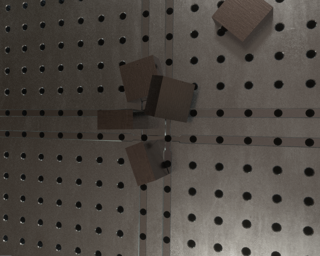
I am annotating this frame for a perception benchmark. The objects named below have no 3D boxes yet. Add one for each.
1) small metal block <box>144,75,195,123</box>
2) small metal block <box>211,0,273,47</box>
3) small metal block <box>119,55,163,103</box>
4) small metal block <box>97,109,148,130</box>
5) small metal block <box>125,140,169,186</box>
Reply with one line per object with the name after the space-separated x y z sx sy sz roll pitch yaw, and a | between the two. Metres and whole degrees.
0.012 -0.036 0.392 0.025 0.050 0.050 19 98 55 | small metal block
0.100 -0.137 0.377 0.050 0.025 0.050 44 103 14 | small metal block
-0.022 -0.065 0.420 0.050 0.025 0.050 -15 85 19 | small metal block
-0.049 -0.011 0.415 0.050 0.050 0.025 -1 90 19 | small metal block
-0.016 0.044 0.404 0.025 0.050 0.050 -21 83 18 | small metal block
